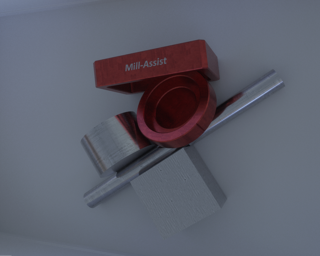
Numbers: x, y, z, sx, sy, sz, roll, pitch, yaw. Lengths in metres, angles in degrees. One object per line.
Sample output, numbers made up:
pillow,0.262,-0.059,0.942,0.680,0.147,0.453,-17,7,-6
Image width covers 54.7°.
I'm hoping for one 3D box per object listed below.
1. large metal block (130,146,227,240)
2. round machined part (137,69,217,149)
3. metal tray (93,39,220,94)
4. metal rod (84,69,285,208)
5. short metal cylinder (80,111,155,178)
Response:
large metal block,0.024,0.078,0.385,0.080,0.050,0.080,-34,79,16
round machined part,0.024,-0.020,0.376,0.098,0.042,0.098,-17,57,28
metal tray,-0.001,-0.068,0.373,0.130,0.090,0.030,-7,88,19
metal rod,0.019,0.022,0.401,0.300,0.025,0.025,-34,79,16
short metal cylinder,-0.053,0.022,0.397,0.080,0.080,0.050,-35,79,16
